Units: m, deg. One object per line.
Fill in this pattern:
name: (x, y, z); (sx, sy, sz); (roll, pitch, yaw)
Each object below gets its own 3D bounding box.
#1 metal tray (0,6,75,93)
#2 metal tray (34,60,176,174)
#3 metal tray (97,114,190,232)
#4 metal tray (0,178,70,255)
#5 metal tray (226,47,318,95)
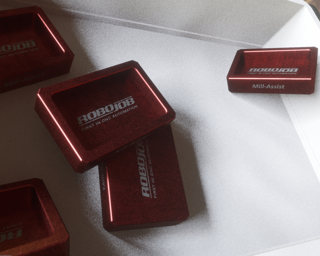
metal tray: (-0.180, -0.091, 0.360); (0.131, 0.030, 0.090); (-28, 78, -38)
metal tray: (-0.056, -0.019, 0.345); (0.131, 0.030, 0.090); (-28, 77, -37)
metal tray: (-0.023, 0.048, 0.362); (0.091, 0.030, 0.130); (4, 60, -27)
metal tray: (-0.148, 0.087, 0.239); (0.131, 0.030, 0.090); (-9, 30, -32)
metal tray: (0.185, -0.096, 0.511); (0.130, 0.030, 0.090); (5, 46, 26)
